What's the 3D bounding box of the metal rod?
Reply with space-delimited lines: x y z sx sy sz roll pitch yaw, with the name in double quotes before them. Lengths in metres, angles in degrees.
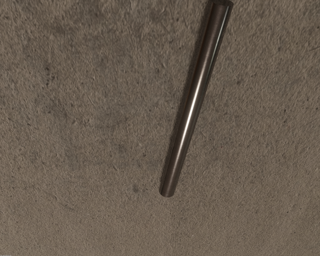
"metal rod" 0.035 -0.012 0.397 0.025 0.025 0.298 7 130 -7
